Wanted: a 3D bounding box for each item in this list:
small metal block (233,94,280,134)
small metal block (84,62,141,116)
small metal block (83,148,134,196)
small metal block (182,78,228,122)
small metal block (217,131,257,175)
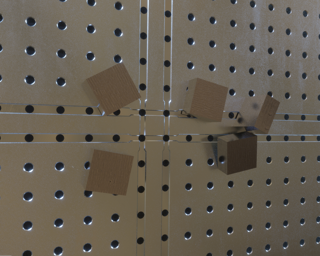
[{"bbox_3d":[0.140,-0.019,0.453,0.025,0.050,0.050,27,81,-18],"label":"small metal block"},{"bbox_3d":[-0.060,-0.048,0.391,0.050,0.025,0.050,-31,100,-18],"label":"small metal block"},{"bbox_3d":[-0.065,0.055,0.389,0.050,0.025,0.050,13,86,-20],"label":"small metal block"},{"bbox_3d":[0.064,-0.038,0.438,0.050,0.025,0.050,14,85,-20],"label":"small metal block"},{"bbox_3d":[0.112,0.036,0.450,0.050,0.025,0.050,-10,108,-20],"label":"small metal block"}]
